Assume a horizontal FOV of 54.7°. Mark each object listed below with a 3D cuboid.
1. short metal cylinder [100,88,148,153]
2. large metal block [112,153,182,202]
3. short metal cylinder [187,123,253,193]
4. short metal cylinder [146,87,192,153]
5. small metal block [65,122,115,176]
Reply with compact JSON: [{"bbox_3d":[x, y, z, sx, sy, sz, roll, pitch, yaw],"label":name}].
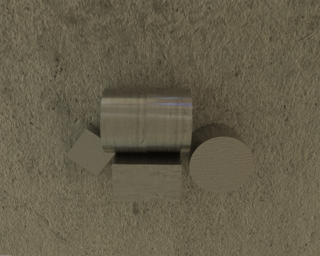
[{"bbox_3d":[-0.040,-0.009,0.378,0.050,0.080,0.079,1,110,0],"label":"short metal cylinder"},{"bbox_3d":[-0.015,0.051,0.401,0.081,0.080,0.050,1,110,-1],"label":"large metal block"},{"bbox_3d":[0.077,0.039,0.412,0.081,0.050,0.079,0,110,0],"label":"short metal cylinder"},{"bbox_3d":[0.010,-0.010,0.379,0.050,0.080,0.079,1,110,0],"label":"short metal cylinder"},{"bbox_3d":[-0.090,0.029,0.421,0.050,0.025,0.050,36,106,-13],"label":"small metal block"}]
